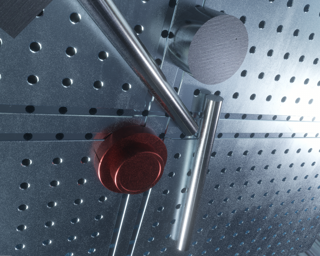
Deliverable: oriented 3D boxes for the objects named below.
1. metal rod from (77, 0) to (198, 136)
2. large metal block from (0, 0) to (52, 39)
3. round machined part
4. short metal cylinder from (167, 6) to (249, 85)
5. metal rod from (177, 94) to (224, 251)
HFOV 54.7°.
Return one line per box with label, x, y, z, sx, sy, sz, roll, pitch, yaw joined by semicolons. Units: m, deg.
metal rod;-0.020;-0.069;0.320;0.025;0.025;0.300;-42;142;0
large metal block;-0.124;-0.134;0.245;0.080;0.050;0.080;-44;130;2
round machined part;-0.034;0.050;0.414;0.099;0.042;0.097;-14;125;-21
short metal cylinder;0.056;-0.098;0.367;0.081;0.050;0.079;-14;125;-21
metal rod;0.060;0.088;0.500;0.025;0.025;0.298;-8;122;-25
